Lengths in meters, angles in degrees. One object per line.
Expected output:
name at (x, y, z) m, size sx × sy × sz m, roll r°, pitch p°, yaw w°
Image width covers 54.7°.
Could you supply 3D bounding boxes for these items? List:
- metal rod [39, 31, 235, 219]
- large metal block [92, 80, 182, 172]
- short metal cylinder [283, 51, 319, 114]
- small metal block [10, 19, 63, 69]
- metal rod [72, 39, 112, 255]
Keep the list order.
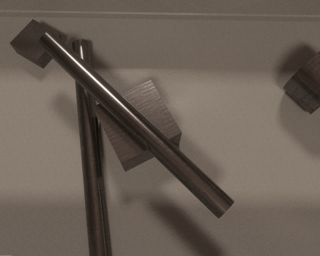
metal rod at (-0.037, -0.013, 0.360) m, size 0.300 × 0.025 × 0.025 m, roll 43°, pitch 75°, yaw 13°
large metal block at (-0.028, -0.002, 0.397) m, size 0.080 × 0.050 × 0.080 m, roll -26°, pitch 72°, yaw -10°
short metal cylinder at (0.211, -0.063, 0.406) m, size 0.080 × 0.080 × 0.050 m, roll -37°, pitch 75°, yaw -13°
small metal block at (-0.178, -0.123, 0.452) m, size 0.050 × 0.025 × 0.050 m, roll 31°, pitch 73°, yaw 10°
metal rod at (-0.091, 0.016, 0.402) m, size 0.025 × 0.025 × 0.299 m, roll -9°, pitch 70°, yaw -4°
